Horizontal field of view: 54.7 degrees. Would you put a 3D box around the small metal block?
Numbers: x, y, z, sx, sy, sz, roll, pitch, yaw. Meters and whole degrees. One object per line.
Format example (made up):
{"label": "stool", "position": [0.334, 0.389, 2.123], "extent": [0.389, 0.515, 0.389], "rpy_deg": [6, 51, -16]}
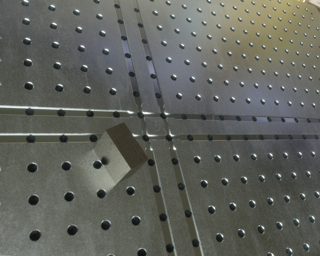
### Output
{"label": "small metal block", "position": [-0.045, 0.030, 0.351], "extent": [0.025, 0.050, 0.050], "rpy_deg": [-26, 77, -37]}
